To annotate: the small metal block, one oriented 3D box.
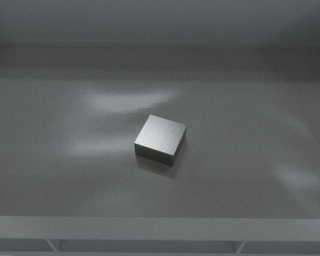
[{"bbox_3d":[0.002,0.015,0.392,0.050,0.025,0.050,17,52,13],"label":"small metal block"}]
